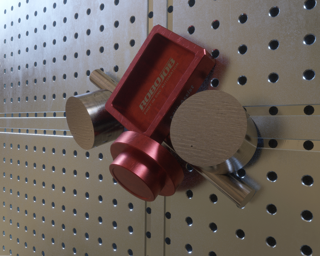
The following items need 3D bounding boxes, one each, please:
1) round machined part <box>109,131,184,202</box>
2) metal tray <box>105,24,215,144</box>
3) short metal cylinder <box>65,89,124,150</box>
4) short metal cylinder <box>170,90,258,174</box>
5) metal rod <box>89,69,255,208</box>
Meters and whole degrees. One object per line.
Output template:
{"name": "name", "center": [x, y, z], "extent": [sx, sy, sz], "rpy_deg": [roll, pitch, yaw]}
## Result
{"name": "round machined part", "center": [-0.023, 0.053, 0.382], "extent": [0.098, 0.042, 0.098], "rpy_deg": [27, 148, 19]}
{"name": "metal tray", "center": [-0.004, -0.054, 0.390], "extent": [0.090, 0.030, 0.130], "rpy_deg": [39, 100, 33]}
{"name": "short metal cylinder", "center": [-0.097, -0.013, 0.458], "extent": [0.080, 0.050, 0.079], "rpy_deg": [24, 124, 42]}
{"name": "short metal cylinder", "center": [0.058, 0.006, 0.330], "extent": [0.080, 0.050, 0.080], "rpy_deg": [-9, 69, 26]}
{"name": "metal rod", "center": [-0.004, -0.003, 0.413], "extent": [0.300, 0.025, 0.025], "rpy_deg": [39, 114, 33]}
